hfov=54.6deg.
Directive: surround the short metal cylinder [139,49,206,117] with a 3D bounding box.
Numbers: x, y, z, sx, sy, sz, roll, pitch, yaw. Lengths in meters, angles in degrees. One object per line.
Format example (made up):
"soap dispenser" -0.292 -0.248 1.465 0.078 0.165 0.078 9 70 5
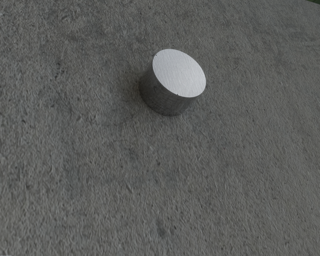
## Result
"short metal cylinder" 0.017 -0.063 0.435 0.081 0.050 0.080 13 56 -21
